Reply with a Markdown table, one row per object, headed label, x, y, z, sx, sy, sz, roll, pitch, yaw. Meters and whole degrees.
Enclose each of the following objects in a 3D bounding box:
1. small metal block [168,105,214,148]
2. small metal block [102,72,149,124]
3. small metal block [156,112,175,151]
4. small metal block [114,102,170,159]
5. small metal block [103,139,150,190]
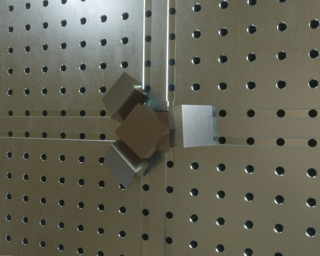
| label | x | y | z | sx | sy | sz | roll | pitch | yaw |
| --- | --- | --- | --- | --- | --- | --- | --- | --- | --- |
| small metal block | 0.039 | -0.002 | 0.383 | 0.025 | 0.050 | 0.050 | -4 | 88 | 53 |
| small metal block | -0.047 | -0.040 | 0.417 | 0.050 | 0.025 | 0.050 | -48 | 40 | 13 |
| small metal block | -0.007 | 0.003 | 0.416 | 0.050 | 0.025 | 0.050 | 2 | 93 | 20 |
| small metal block | -0.020 | 0.003 | 0.393 | 0.050 | 0.025 | 0.050 | 43 | 103 | 14 |
| small metal block | -0.046 | 0.047 | 0.416 | 0.050 | 0.025 | 0.050 | 47 | 142 | 14 |
